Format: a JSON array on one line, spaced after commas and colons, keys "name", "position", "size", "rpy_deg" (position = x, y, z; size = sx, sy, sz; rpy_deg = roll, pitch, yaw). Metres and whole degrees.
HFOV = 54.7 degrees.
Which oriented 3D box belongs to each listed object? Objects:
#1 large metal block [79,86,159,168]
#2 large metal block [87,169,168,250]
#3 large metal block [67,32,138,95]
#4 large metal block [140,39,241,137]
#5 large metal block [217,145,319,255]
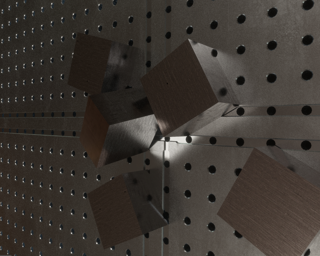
[{"name": "large metal block", "position": [-0.050, -0.003, 0.399], "size": [0.050, 0.081, 0.079], "rpy_deg": [52, 139, 27]}, {"name": "large metal block", "position": [-0.047, 0.112, 0.429], "size": [0.080, 0.050, 0.080], "rpy_deg": [-33, 70, 34]}, {"name": "large metal block", "position": [-0.087, -0.092, 0.462], "size": [0.080, 0.050, 0.079], "rpy_deg": [24, 105, 37]}, {"name": "large metal block", "position": [0.033, -0.043, 0.364], "size": [0.080, 0.050, 0.080], "rpy_deg": [-34, 69, 34]}, {"name": "large metal block", "position": [0.115, 0.072, 0.297], "size": [0.080, 0.050, 0.079], "rpy_deg": [36, 112, 33]}]
